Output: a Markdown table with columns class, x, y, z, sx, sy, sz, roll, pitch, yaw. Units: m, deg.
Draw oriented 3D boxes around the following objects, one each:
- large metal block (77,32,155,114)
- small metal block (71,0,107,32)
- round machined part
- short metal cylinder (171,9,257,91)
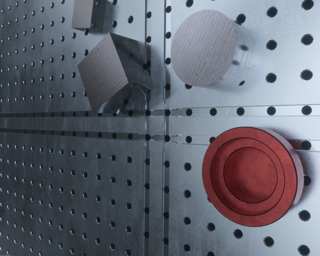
| class | x | y | z | sx | sy | sz | roll | pitch | yaw |
| --- | --- | --- | --- | --- | --- | --- | --- | --- | --- |
| large metal block | -0.065 | -0.075 | 0.445 | 0.080 | 0.050 | 0.080 | -34 | 70 | 34 |
| small metal block | -0.116 | -0.185 | 0.502 | 0.050 | 0.025 | 0.050 | 15 | 99 | 38 |
| round machined part | 0.096 | 0.047 | 0.318 | 0.098 | 0.042 | 0.097 | 0 | 90 | 39 |
| short metal cylinder | 0.059 | -0.083 | 0.343 | 0.080 | 0.050 | 0.079 | 0 | 90 | 39 |
